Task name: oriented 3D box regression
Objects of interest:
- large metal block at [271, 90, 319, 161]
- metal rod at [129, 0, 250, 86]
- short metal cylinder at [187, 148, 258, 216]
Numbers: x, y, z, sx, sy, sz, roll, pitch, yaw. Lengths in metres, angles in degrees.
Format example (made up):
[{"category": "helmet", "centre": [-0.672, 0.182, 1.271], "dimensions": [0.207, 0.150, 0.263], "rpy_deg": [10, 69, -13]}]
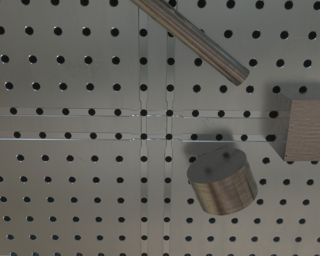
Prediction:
[{"category": "large metal block", "centre": [0.196, -0.004, 0.400], "dimensions": [0.080, 0.050, 0.079], "rpy_deg": [-1, 110, 0]}, {"category": "metal rod", "centre": [-0.015, -0.148, 0.358], "dimensions": [0.301, 0.025, 0.025], "rpy_deg": [36, 106, -13]}, {"category": "short metal cylinder", "centre": [0.082, 0.069, 0.410], "dimensions": [0.080, 0.080, 0.050], "rpy_deg": [-21, 109, 7]}]
